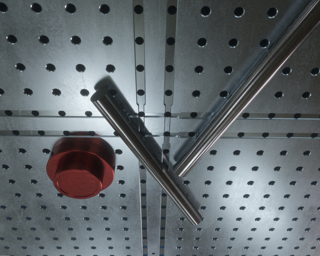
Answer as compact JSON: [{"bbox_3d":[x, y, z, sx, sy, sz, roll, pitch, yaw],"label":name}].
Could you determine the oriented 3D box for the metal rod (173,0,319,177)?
[{"bbox_3d":[0.100,-0.037,0.381,0.025,0.025,0.298,22,127,-18],"label":"metal rod"}]

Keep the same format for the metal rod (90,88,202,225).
[{"bbox_3d":[-0.006,0.060,0.462,0.025,0.025,0.299,-22,127,17],"label":"metal rod"}]

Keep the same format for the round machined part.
[{"bbox_3d":[-0.118,0.068,0.457,0.099,0.042,0.097,-1,130,0],"label":"round machined part"}]
